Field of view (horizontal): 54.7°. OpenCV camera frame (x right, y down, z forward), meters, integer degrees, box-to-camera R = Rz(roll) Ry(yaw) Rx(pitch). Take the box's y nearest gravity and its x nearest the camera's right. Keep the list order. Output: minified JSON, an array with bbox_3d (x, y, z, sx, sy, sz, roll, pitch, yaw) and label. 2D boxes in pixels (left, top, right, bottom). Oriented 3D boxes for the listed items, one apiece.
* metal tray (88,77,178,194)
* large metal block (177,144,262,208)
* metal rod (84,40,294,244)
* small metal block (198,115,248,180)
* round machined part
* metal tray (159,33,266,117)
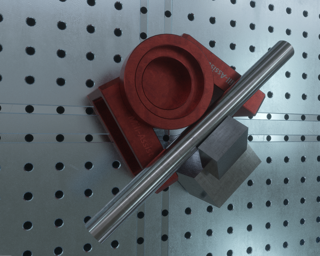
[{"bbox_3d":[-0.035,0.008,0.366,0.030,0.090,0.129,-31,101,-18],"label":"metal tray"},{"bbox_3d":[0.069,0.049,0.407,0.080,0.080,0.050,-43,104,-15],"label":"large metal block"},{"bbox_3d":[0.044,0.003,0.334,0.301,0.025,0.025,-42,104,-15],"label":"metal rod"},{"bbox_3d":[0.070,0.023,0.339,0.025,0.050,0.050,37,73,29],"label":"small metal block"},{"bbox_3d":[0.005,-0.047,0.333,0.099,0.042,0.097,0,90,-21],"label":"round machined part"},{"bbox_3d":[0.058,-0.061,0.400,0.130,0.090,0.030,33,80,-18],"label":"metal tray"}]
